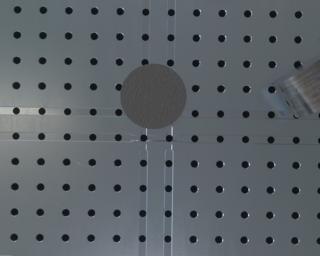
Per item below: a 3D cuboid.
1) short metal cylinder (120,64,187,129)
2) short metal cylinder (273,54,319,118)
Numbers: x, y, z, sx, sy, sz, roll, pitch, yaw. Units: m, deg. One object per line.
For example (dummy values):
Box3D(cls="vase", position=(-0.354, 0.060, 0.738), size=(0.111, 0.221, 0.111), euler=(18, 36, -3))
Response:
Box3D(cls="short metal cylinder", position=(-0.008, -0.039, 0.401), size=(0.081, 0.050, 0.079), euler=(0, 90, 0))
Box3D(cls="short metal cylinder", position=(0.192, -0.056, 0.387), size=(0.080, 0.080, 0.050), euler=(-34, 90, 0))
